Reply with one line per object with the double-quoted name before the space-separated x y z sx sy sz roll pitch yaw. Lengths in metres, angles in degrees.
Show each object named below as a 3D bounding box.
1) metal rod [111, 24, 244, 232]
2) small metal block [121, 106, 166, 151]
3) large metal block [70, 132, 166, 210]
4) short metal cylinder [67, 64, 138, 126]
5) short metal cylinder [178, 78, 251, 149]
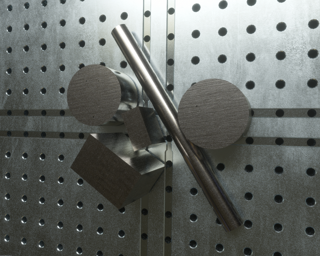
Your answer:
"metal rod" 0.017 -0.008 0.402 0.025 0.025 0.299 -33 80 17
"small metal block" -0.021 0.001 0.402 0.025 0.050 0.050 -22 83 19
"large metal block" -0.050 0.049 0.396 0.080 0.080 0.050 36 102 17
"short metal cylinder" -0.078 -0.043 0.423 0.080 0.050 0.079 0 90 20
"short metal cylinder" 0.067 -0.016 0.372 0.080 0.050 0.079 0 90 20
